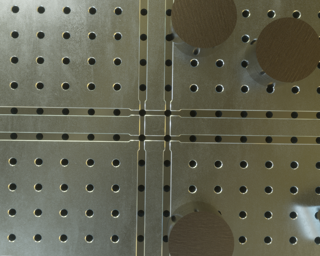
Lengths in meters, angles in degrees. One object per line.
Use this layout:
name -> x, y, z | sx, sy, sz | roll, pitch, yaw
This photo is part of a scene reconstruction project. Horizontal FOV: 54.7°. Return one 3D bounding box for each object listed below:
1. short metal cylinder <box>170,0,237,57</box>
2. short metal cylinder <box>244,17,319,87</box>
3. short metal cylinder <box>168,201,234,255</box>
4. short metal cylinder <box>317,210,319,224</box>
short metal cylinder -> 0.054, -0.137, 0.402 | 0.081, 0.050, 0.079 | 0, 90, -1
short metal cylinder -> 0.157, -0.096, 0.403 | 0.081, 0.050, 0.079 | 0, 90, -1
short metal cylinder -> 0.050, 0.141, 0.402 | 0.081, 0.050, 0.079 | 0, 90, -1
short metal cylinder -> 0.249, 0.126, 0.389 | 0.080, 0.080, 0.050 | -21, 90, 0
